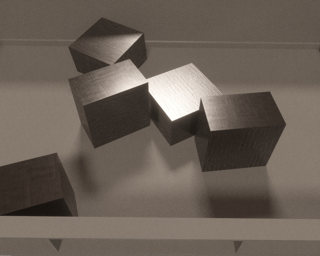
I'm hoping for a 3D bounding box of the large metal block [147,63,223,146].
[{"bbox_3d":[0.029,-0.034,0.418,0.081,0.050,0.080,-23,54,-19],"label":"large metal block"}]

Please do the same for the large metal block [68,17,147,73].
[{"bbox_3d":[-0.078,-0.117,0.481,0.080,0.050,0.080,26,60,19],"label":"large metal block"}]

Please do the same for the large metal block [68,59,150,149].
[{"bbox_3d":[-0.061,-0.030,0.394,0.081,0.080,0.050,-23,54,-19],"label":"large metal block"}]

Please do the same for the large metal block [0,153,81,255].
[{"bbox_3d":[-0.129,0.076,0.303,0.081,0.080,0.050,-14,52,-12],"label":"large metal block"}]

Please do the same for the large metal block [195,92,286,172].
[{"bbox_3d":[0.089,0.006,0.366,0.081,0.080,0.050,-5,50,-5],"label":"large metal block"}]
